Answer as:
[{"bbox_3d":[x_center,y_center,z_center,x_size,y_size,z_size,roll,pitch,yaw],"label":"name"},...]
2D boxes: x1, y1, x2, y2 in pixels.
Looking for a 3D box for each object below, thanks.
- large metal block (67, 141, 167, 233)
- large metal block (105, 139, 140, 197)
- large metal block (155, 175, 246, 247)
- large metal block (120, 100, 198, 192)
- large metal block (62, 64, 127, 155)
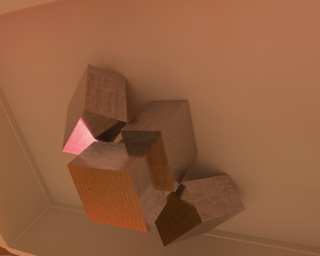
[{"bbox_3d":[-0.046,0.064,0.350,0.080,0.050,0.080,2,119,27],"label":"large metal block"},{"bbox_3d":[-0.032,0.061,0.426,0.050,0.080,0.080,1,119,27],"label":"large metal block"},{"bbox_3d":[0.048,0.106,0.402,0.080,0.081,0.050,-48,55,39],"label":"large metal block"},{"bbox_3d":[0.003,0.019,0.380,0.050,0.080,0.080,1,119,27],"label":"large metal block"},{"bbox_3d":[-0.083,-0.019,0.394,0.050,0.080,0.080,17,134,-26],"label":"large metal block"}]
